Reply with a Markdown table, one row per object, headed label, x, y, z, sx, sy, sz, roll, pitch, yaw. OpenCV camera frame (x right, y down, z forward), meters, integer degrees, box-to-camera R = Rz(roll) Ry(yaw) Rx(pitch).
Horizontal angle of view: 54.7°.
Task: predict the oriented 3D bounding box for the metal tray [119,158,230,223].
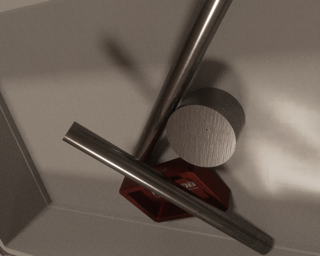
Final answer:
| label | x | y | z | sx | sy | sz | roll | pitch | yaw |
| --- | --- | --- | --- | --- | --- | --- | --- | --- | --- |
| metal tray | 0.019 | 0.089 | 0.433 | 0.130 | 0.030 | 0.090 | -23 | 124 | 36 |

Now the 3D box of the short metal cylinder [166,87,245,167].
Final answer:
| label | x | y | z | sx | sy | sz | roll | pitch | yaw |
| --- | --- | --- | --- | --- | --- | --- | --- | --- | --- |
| short metal cylinder | 0.054 | -0.001 | 0.362 | 0.080 | 0.050 | 0.079 | 13 | 124 | 20 |

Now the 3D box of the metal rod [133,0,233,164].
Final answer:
| label | x | y | z | sx | sy | sz | roll | pitch | yaw |
| --- | --- | --- | --- | --- | --- | --- | --- | --- | --- |
| metal rod | 0.010 | -0.033 | 0.355 | 0.025 | 0.025 | 0.298 | 33 | 137 | 6 |

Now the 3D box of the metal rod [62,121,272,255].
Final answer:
| label | x | y | z | sx | sy | sz | roll | pitch | yaw |
| --- | --- | --- | --- | --- | --- | --- | --- | --- | --- |
| metal rod | 0.020 | 0.082 | 0.383 | 0.301 | 0.025 | 0.025 | 33 | 130 | -15 |
